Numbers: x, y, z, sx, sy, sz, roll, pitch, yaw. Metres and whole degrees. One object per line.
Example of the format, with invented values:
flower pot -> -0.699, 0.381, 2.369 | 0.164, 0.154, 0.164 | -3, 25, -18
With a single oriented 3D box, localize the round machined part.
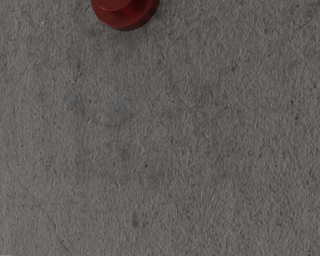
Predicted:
round machined part -> -0.052, -0.185, 0.418 | 0.098, 0.042, 0.097 | 0, 90, 20
